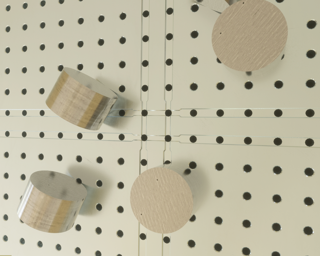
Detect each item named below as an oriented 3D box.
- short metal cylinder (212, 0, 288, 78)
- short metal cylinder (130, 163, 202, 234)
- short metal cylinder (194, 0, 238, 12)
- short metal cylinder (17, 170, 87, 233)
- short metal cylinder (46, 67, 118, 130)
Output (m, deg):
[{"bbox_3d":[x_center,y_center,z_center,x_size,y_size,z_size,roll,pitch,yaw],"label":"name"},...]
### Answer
[{"bbox_3d":[0.105,-0.102,0.362,0.080,0.050,0.079,0,90,19],"label":"short metal cylinder"},{"bbox_3d":[0.009,0.087,0.395,0.080,0.050,0.079,0,90,19],"label":"short metal cylinder"},{"bbox_3d":[0.061,-0.178,0.361,0.080,0.080,0.050,32,100,17],"label":"short metal cylinder"},{"bbox_3d":[-0.150,0.101,0.435,0.080,0.080,0.050,28,99,17],"label":"short metal cylinder"},{"bbox_3d":[-0.105,-0.040,0.419,0.080,0.080,0.050,35,101,16],"label":"short metal cylinder"}]
